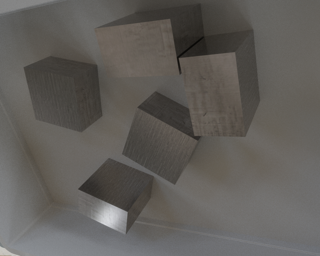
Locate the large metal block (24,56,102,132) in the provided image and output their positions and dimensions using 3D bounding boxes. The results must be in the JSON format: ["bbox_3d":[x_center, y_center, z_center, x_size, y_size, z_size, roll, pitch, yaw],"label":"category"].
[{"bbox_3d":[-0.132,-0.049,0.432,0.080,0.050,0.079,14,124,20],"label":"large metal block"}]

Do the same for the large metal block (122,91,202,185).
[{"bbox_3d":[0.007,0.013,0.397,0.080,0.050,0.079,29,128,9],"label":"large metal block"}]

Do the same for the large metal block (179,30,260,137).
[{"bbox_3d":[0.064,-0.046,0.311,0.050,0.080,0.080,0,119,28],"label":"large metal block"}]

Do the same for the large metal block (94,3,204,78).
[{"bbox_3d":[-0.006,-0.091,0.320,0.080,0.080,0.050,3,120,27],"label":"large metal block"}]

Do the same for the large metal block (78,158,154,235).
[{"bbox_3d":[-0.066,0.100,0.470,0.080,0.080,0.050,20,126,16],"label":"large metal block"}]
